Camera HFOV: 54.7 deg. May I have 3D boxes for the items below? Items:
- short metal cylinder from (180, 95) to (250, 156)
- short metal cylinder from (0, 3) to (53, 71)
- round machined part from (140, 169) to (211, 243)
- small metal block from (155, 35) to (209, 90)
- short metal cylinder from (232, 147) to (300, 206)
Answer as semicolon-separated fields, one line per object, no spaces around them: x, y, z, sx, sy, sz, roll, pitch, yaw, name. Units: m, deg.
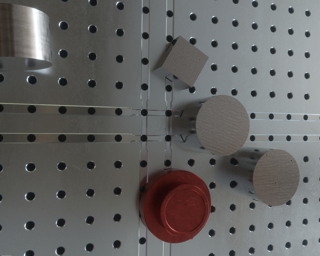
0.074;-0.004;0.427;0.081;0.050;0.080;0;90;-20;short metal cylinder
-0.157;-0.091;0.325;0.081;0.080;0.050;-4;92;-20;short metal cylinder
0.026;0.105;0.413;0.099;0.042;0.097;0;90;-20;round machined part
0.031;-0.088;0.424;0.050;0.025;0.050;32;79;-17;small metal block
0.155;0.069;0.456;0.081;0.050;0.080;0;90;-20;short metal cylinder
